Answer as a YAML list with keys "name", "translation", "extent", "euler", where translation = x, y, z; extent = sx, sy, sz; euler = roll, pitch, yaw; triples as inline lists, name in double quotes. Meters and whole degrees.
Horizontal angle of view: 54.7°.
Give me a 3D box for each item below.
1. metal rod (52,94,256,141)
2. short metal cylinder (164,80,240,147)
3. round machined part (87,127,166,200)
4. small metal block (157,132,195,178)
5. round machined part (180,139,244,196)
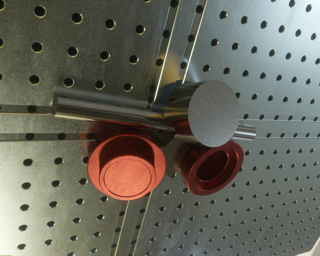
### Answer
- name: "metal rod"
  translation: [0.015, -0.008, 0.410]
  extent: [0.302, 0.025, 0.025]
  euler: [7, 115, -32]
- name: "short metal cylinder"
  translation: [0.053, -0.018, 0.389]
  extent: [0.081, 0.050, 0.079]
  euler: [-2, 94, -32]
- name: "round machined part"
  translation: [-0.041, 0.051, 0.388]
  extent: [0.099, 0.042, 0.097]
  euler: [-4, 118, -6]
- name: "small metal block"
  translation: [0.013, 0.034, 0.435]
  extent: [0.050, 0.025, 0.050]
  euler: [-45, 129, 3]
- name: "round machined part"
  translation: [0.073, 0.050, 0.464]
  extent: [0.099, 0.042, 0.097]
  euler: [-17, 128, -22]
